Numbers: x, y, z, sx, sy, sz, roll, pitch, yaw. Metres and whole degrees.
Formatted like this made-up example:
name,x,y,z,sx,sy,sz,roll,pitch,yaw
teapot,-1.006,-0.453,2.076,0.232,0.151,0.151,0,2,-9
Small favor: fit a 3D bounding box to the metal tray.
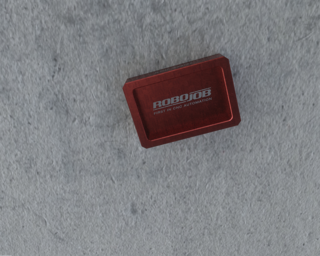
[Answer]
name,x,y,z,sx,sy,sz,roll,pitch,yaw
metal tray,0.028,-0.033,0.395,0.131,0.030,0.089,-15,110,5
